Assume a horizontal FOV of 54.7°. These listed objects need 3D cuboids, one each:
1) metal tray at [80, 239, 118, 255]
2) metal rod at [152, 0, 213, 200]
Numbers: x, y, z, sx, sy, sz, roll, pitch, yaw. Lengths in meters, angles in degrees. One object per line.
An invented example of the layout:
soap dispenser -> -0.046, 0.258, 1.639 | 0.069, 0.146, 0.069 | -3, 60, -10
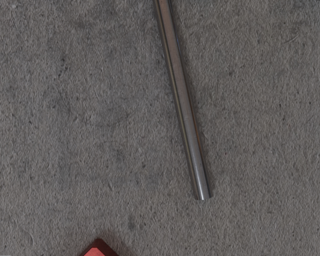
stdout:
metal tray -> -0.069, 0.224, 0.406 | 0.130, 0.030, 0.090 | 45, 90, -1
metal rod -> 0.027, -0.054, 0.410 | 0.025, 0.025, 0.298 | -12, 90, 0
